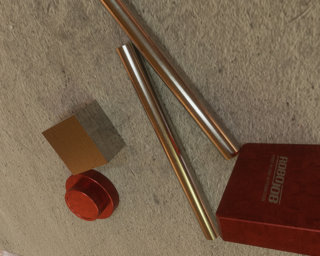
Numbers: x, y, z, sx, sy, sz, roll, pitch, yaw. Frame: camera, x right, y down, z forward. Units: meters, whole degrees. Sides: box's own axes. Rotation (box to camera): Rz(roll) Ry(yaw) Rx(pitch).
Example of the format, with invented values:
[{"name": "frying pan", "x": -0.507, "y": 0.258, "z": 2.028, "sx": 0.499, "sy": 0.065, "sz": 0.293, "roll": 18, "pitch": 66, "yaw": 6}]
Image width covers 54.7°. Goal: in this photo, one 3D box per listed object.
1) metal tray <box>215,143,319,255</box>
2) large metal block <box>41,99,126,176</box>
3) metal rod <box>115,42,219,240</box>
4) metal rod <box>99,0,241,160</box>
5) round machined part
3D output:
[{"name": "metal tray", "x": 0.118, "y": 0.062, "z": 0.314, "sx": 0.090, "sy": 0.131, "sz": 0.030, "roll": 0, "pitch": 118, "yaw": 28}, {"name": "large metal block", "x": -0.112, "y": 0.016, "z": 0.457, "sx": 0.080, "sy": 0.050, "sz": 0.080, "roll": -22, "pitch": 107, "yaw": 36}, {"name": "metal rod", "x": 0.018, "y": 0.030, "z": 0.414, "sx": 0.025, "sy": 0.025, "sz": 0.299, "roll": -12, "pitch": 112, "yaw": 33}, {"name": "metal rod", "x": -0.005, "y": -0.084, "z": 0.356, "sx": 0.025, "sy": 0.025, "sz": 0.300, "roll": -33, "pitch": 101, "yaw": 38}, {"name": "round machined part", "x": -0.123, "y": 0.121, "z": 0.533, "sx": 0.098, "sy": 0.042, "sz": 0.097, "roll": 13, "pitch": 124, "yaw": 20}]
